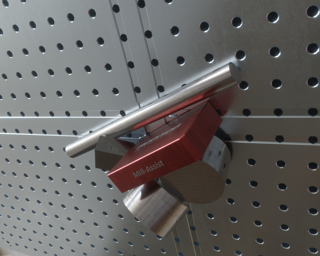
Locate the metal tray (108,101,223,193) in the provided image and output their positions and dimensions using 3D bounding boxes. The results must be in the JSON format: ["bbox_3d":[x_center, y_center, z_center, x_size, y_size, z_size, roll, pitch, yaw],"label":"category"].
[{"bbox_3d":[0.005,0.024,0.377,0.130,0.090,0.030,-30,102,37],"label":"metal tray"}]

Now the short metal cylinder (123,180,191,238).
[{"bbox_3d":[-0.004,0.104,0.428,0.080,0.080,0.050,40,88,0],"label":"short metal cylinder"}]

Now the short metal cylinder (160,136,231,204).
[{"bbox_3d":[0.045,0.050,0.391,0.080,0.050,0.079,12,131,14],"label":"short metal cylinder"}]

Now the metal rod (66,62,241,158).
[{"bbox_3d":[-0.031,-0.011,0.416,0.299,0.025,0.025,-23,106,36],"label":"metal rod"}]

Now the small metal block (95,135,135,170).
[{"bbox_3d":[-0.066,0.040,0.449,0.050,0.025,0.050,12,142,-1],"label":"small metal block"}]
